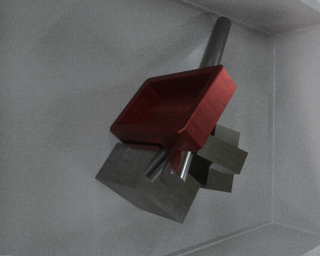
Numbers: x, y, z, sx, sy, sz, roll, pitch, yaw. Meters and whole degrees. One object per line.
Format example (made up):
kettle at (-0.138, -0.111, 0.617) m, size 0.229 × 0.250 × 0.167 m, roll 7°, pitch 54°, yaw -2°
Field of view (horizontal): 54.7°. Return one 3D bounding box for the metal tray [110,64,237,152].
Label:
metal tray at (0.010, -0.021, 0.346) m, size 0.030 × 0.130 × 0.090 m, roll 48°, pitch 63°, yaw -29°

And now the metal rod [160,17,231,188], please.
metal rod at (0.056, -0.057, 0.395) m, size 0.025 × 0.025 × 0.300 m, roll 49°, pitch 44°, yaw -29°

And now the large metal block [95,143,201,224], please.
large metal block at (-0.014, 0.062, 0.361) m, size 0.080 × 0.080 × 0.050 m, roll 44°, pitch 63°, yaw -32°

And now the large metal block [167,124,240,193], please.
large metal block at (0.054, 0.039, 0.418) m, size 0.050 × 0.080 × 0.080 m, roll 18°, pitch 79°, yaw -39°

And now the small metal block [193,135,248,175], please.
small metal block at (0.062, 0.029, 0.346) m, size 0.050 × 0.050 × 0.025 m, roll 26°, pitch 80°, yaw -5°
